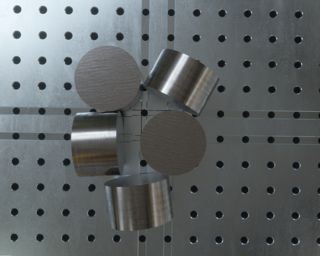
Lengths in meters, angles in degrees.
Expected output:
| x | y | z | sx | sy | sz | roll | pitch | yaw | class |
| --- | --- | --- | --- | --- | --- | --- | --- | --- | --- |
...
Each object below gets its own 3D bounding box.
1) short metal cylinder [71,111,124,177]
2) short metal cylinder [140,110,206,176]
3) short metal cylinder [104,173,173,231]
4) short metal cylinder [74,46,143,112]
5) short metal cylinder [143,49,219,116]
| x | y | z | sx | sy | sz | roll | pitch | yaw | class |
| --- | --- | --- | --- | --- | --- | --- | --- | --- | --- |
| -0.074 | 0.020 | 0.386 | 0.050 | 0.080 | 0.080 | -2 | 90 | -1 | short metal cylinder |
| 0.016 | 0.018 | 0.401 | 0.081 | 0.050 | 0.079 | 0 | 91 | -1 | short metal cylinder |
| -0.026 | 0.089 | 0.385 | 0.080 | 0.080 | 0.050 | -6 | 91 | 0 | short metal cylinder |
| -0.063 | -0.060 | 0.400 | 0.080 | 0.050 | 0.079 | 0 | 90 | 1 | short metal cylinder |
| 0.026 | -0.056 | 0.386 | 0.080 | 0.080 | 0.050 | 28 | 89 | 0 | short metal cylinder |
